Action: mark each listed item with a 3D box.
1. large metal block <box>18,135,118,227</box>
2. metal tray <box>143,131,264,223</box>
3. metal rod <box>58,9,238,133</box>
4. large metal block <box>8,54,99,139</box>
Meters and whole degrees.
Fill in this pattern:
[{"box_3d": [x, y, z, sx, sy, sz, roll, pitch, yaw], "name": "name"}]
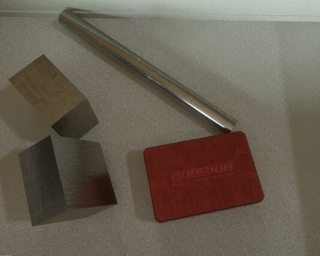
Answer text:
[{"box_3d": [-0.102, 0.059, 0.350, 0.050, 0.080, 0.080, -28, 70, 22], "name": "large metal block"}, {"box_3d": [0.051, 0.060, 0.386, 0.131, 0.030, 0.090, -10, 70, -4], "name": "metal tray"}, {"box_3d": [-0.024, -0.084, 0.439, 0.300, 0.025, 0.025, 35, 74, 11], "name": "metal rod"}, {"box_3d": [-0.129, -0.032, 0.390, 0.050, 0.080, 0.080, -42, 76, -14], "name": "large metal block"}]
